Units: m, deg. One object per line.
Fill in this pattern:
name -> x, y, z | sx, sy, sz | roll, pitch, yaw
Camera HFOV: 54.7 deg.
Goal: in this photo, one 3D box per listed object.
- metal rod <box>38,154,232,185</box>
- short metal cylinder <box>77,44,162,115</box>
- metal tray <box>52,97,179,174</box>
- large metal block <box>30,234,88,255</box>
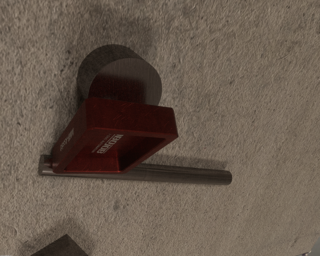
metal rod -> -0.012, 0.064, 0.440 | 0.302, 0.025, 0.025 | 9, 114, -33
short metal cylinder -> -0.045, -0.045, 0.339 | 0.081, 0.050, 0.079 | -14, 124, -21
metal tray -> -0.053, 0.016, 0.327 | 0.091, 0.030, 0.129 | 6, 153, -31
large metal block -> -0.145, 0.212, 0.444 | 0.080, 0.050, 0.080 | -30, 129, -9
